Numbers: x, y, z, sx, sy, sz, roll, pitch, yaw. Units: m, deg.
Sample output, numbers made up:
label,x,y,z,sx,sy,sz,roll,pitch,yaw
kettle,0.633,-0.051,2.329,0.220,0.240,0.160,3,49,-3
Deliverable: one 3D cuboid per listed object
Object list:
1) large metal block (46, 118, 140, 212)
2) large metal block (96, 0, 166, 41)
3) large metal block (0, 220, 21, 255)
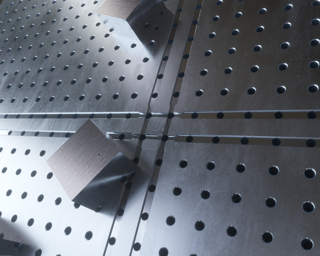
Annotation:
label,x,y,z,sx,sy,sz,roll,pitch,yaw
large metal block,-0.089,0.048,0.408,0.080,0.050,0.080,-46,51,-4
large metal block,-0.051,-0.207,0.544,0.080,0.050,0.080,26,76,36
large metal block,-0.253,0.166,0.420,0.080,0.050,0.080,23,74,36
